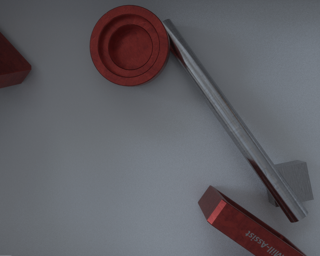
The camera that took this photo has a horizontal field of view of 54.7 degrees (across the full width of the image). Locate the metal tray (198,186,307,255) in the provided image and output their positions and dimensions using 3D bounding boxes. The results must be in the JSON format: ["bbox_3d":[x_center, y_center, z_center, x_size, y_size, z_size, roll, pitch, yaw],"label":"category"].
[{"bbox_3d":[0.113,0.127,0.380,0.130,0.090,0.030,35,90,-1],"label":"metal tray"}]

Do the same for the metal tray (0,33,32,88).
[{"bbox_3d":[-0.227,-0.083,0.356,0.090,0.131,0.030,48,116,0],"label":"metal tray"}]

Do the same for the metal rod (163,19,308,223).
[{"bbox_3d":[0.088,-0.013,0.397,0.025,0.025,0.299,-34,84,0],"label":"metal rod"}]

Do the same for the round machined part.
[{"bbox_3d":[-0.036,-0.102,0.397,0.099,0.042,0.097,1,95,7],"label":"round machined part"}]

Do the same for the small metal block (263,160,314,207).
[{"bbox_3d":[0.170,0.073,0.414,0.050,0.025,0.050,-11,90,-1],"label":"small metal block"}]
